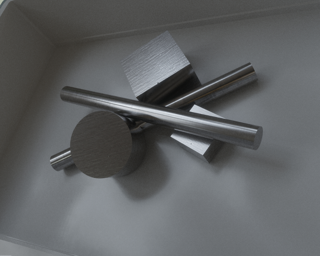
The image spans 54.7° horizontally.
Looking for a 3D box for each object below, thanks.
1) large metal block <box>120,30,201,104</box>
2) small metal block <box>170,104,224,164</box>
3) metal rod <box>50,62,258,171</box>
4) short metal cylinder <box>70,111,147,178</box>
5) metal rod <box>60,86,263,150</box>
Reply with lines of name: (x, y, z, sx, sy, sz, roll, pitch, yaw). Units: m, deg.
large metal block: (0.000, -0.076, 0.432, 0.080, 0.050, 0.080, -31, 52, 8)
small metal block: (0.050, 0.006, 0.370, 0.050, 0.025, 0.050, 30, 78, 37)
metal rod: (-0.017, -0.010, 0.417, 0.301, 0.025, 0.025, -24, 53, 12)
short metal cylinder: (-0.063, 0.022, 0.388, 0.080, 0.050, 0.080, -2, 83, 16)
metal rod: (-0.022, -0.021, 0.395, 0.300, 0.025, 0.025, 15, 69, 33)
